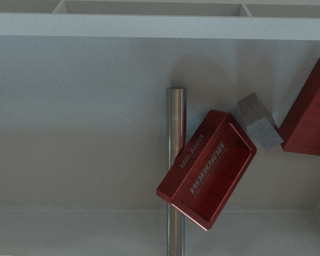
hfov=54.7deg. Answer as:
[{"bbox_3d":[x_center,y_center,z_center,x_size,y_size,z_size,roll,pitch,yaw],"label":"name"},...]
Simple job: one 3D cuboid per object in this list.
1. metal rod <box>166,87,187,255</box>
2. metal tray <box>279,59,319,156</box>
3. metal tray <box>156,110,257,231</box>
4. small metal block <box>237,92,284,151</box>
[{"bbox_3d":[0.021,0.096,0.408,0.025,0.025,0.298,-1,104,0],"label":"metal rod"},{"bbox_3d":[0.218,-0.021,0.392,0.091,0.030,0.129,7,130,-7],"label":"metal tray"},{"bbox_3d":[0.064,0.053,0.394,0.090,0.030,0.130,45,73,-36],"label":"metal tray"},{"bbox_3d":[0.125,-0.008,0.388,0.025,0.050,0.050,-32,124,24],"label":"small metal block"}]
